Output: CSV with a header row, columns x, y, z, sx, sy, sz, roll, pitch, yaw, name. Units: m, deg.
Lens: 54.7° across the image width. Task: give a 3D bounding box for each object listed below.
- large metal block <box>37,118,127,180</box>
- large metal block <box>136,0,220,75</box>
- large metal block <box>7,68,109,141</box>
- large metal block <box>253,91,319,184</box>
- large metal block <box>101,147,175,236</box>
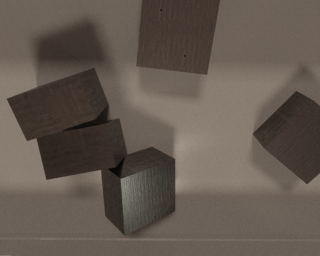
x,y,z,sx,sy,sz,roll,pitch,yaw,name
-0.091,0.023,0.384,0.080,0.080,0.050,-11,95,4,large metal block
0.018,-0.110,0.358,0.081,0.050,0.079,6,110,-3,large metal block
-0.115,-0.031,0.367,0.080,0.080,0.050,-17,105,6,large metal block
0.186,0.012,0.405,0.080,0.050,0.080,38,105,-13,large metal block
-0.027,0.079,0.407,0.081,0.050,0.079,-16,115,-34,large metal block
